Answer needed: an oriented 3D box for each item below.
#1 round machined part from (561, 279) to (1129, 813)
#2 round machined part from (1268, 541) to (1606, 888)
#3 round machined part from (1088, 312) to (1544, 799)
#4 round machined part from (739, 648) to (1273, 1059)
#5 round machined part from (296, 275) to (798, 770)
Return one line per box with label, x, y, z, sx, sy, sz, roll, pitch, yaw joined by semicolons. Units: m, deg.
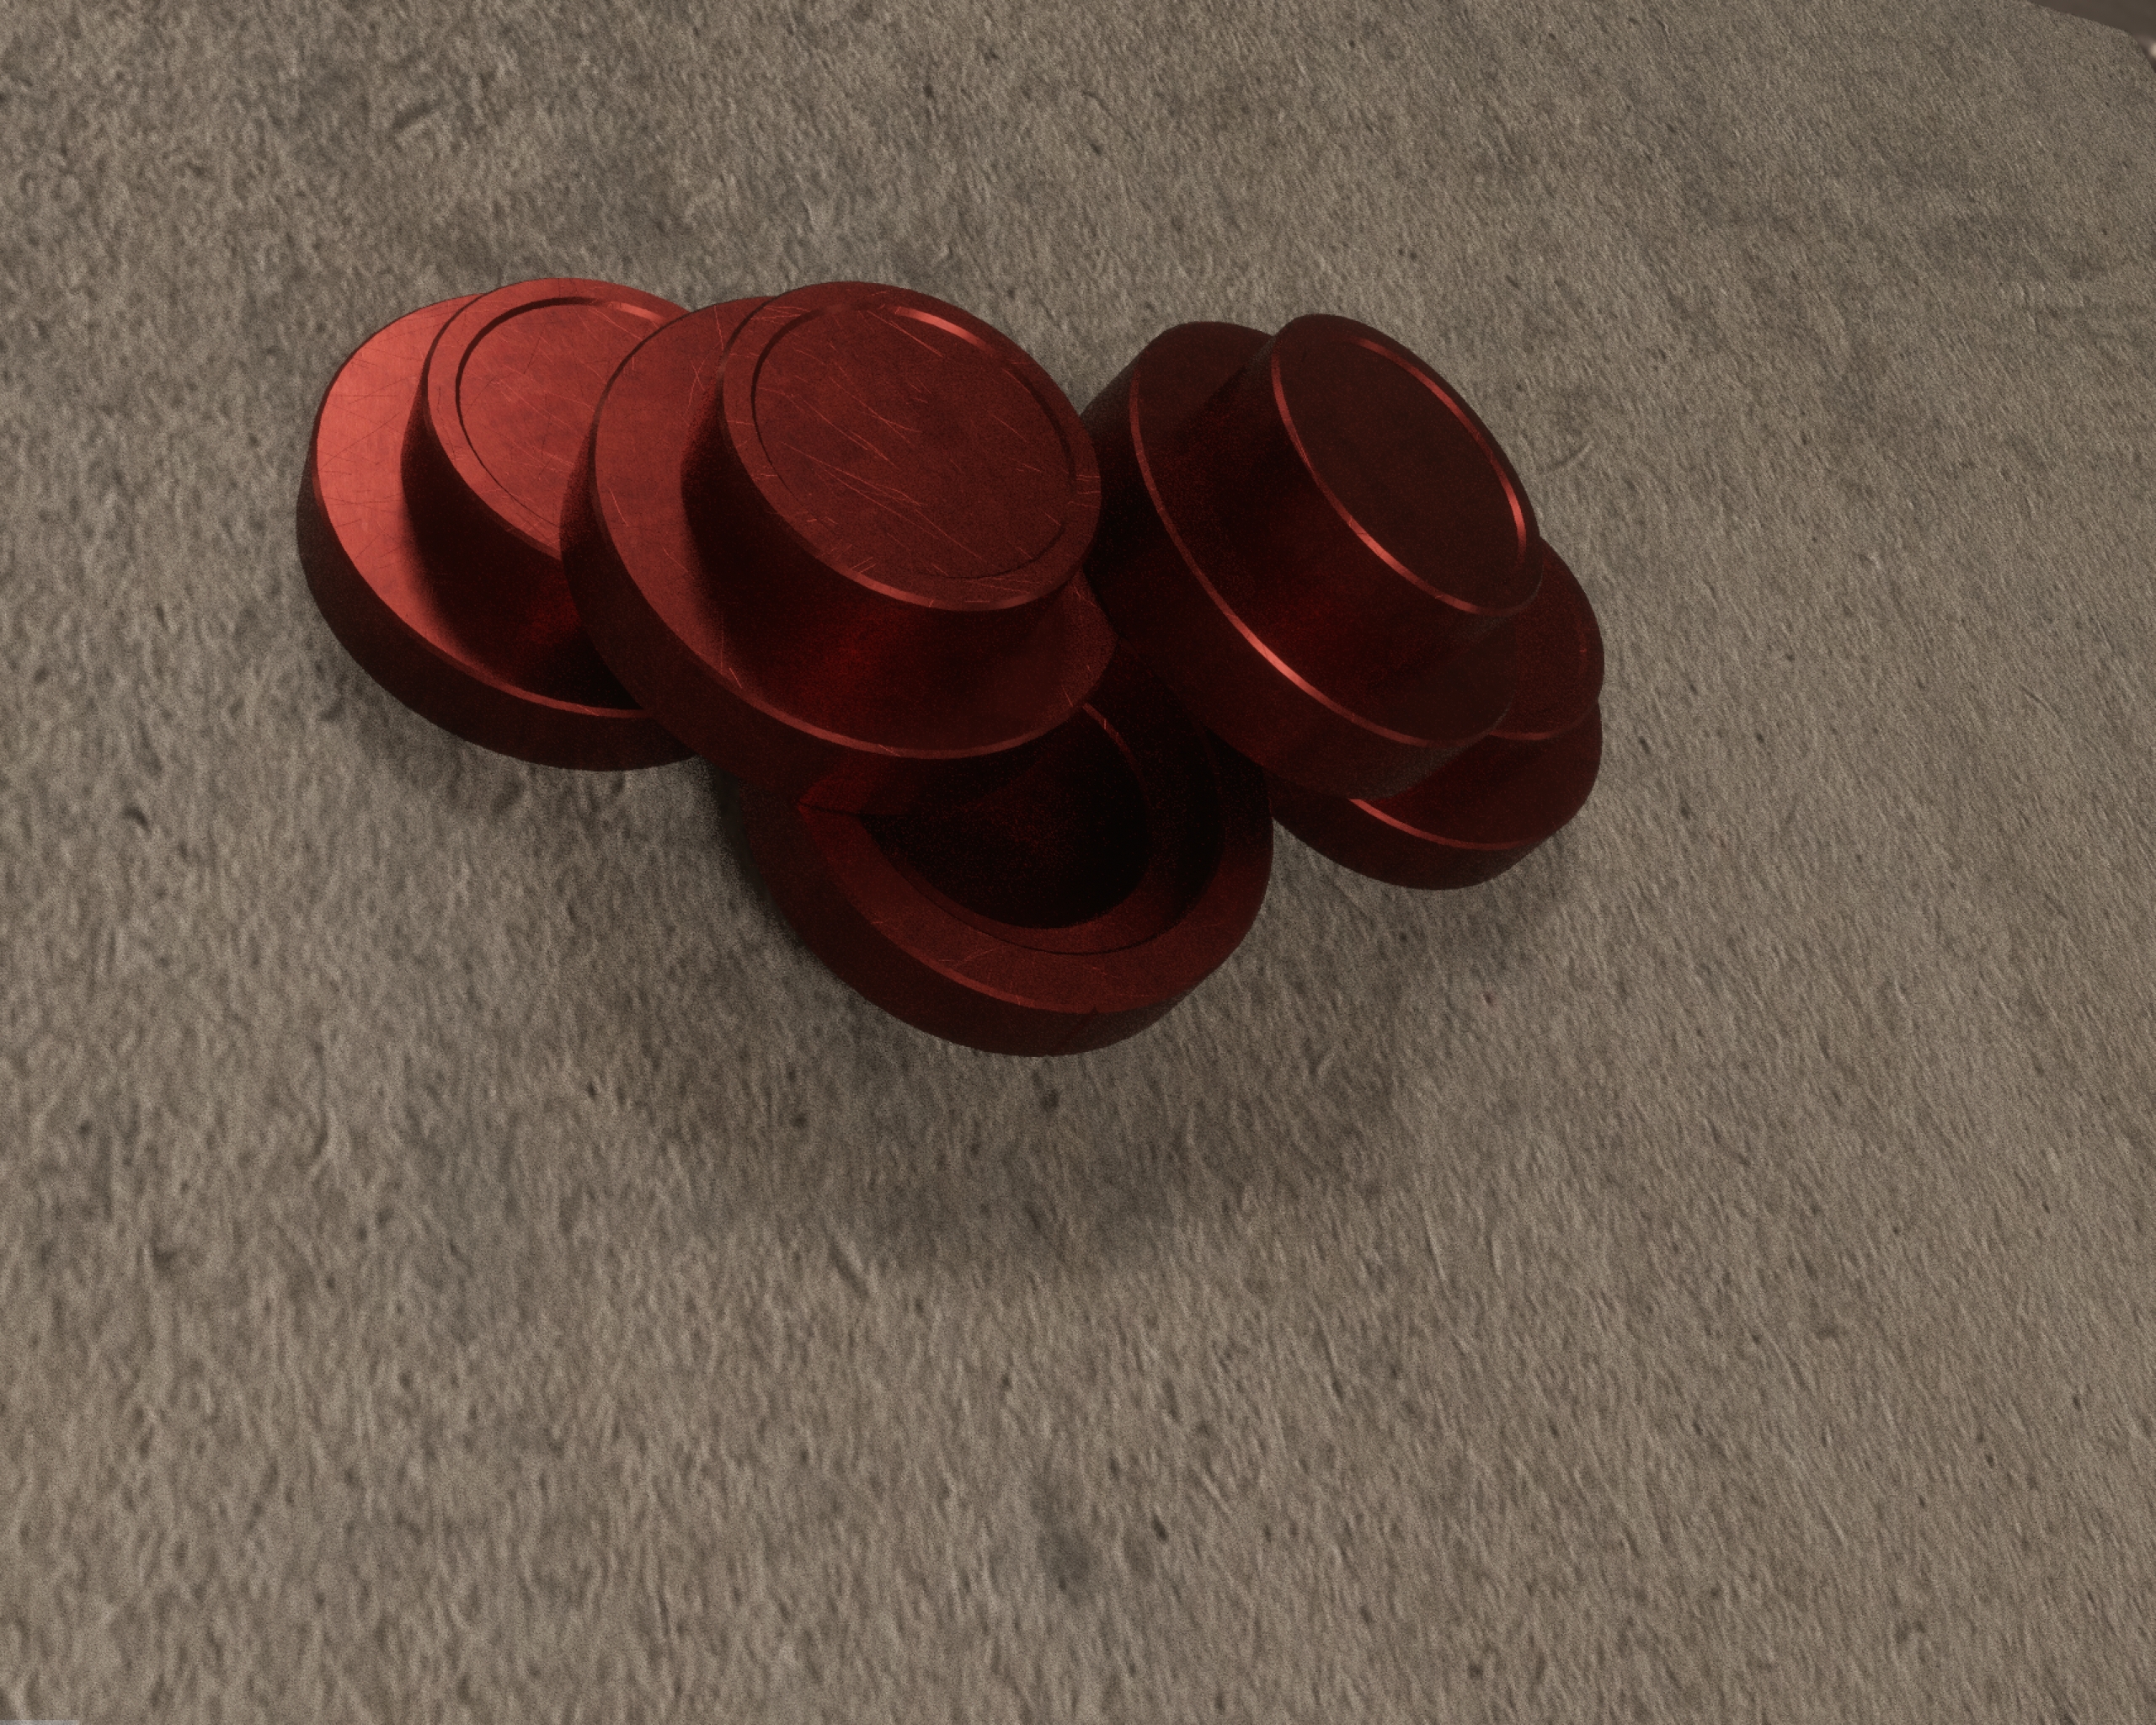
round machined part;-0.035;-0.061;0.359;0.099;0.042;0.098;14;56;-21
round machined part;0.077;-0.046;0.466;0.099;0.042;0.098;14;56;-21
round machined part;0.049;-0.064;0.395;0.099;0.042;0.098;25;46;-29
round machined part;-0.016;-0.008;0.392;0.099;0.042;0.098;14;56;-21
round machined part;-0.091;-0.069;0.388;0.099;0.042;0.098;14;56;-21
